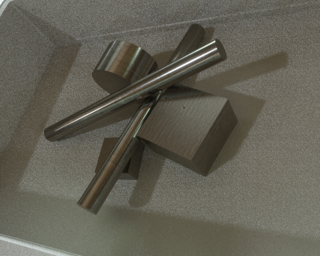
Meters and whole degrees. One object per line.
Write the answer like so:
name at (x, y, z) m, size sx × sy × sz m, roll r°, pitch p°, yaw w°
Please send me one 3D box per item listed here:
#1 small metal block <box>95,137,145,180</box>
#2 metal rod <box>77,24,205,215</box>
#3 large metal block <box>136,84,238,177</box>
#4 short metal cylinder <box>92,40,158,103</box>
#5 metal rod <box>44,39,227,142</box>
small metal block at (-0.052, 0.040, 0.407) m, size 0.050 × 0.025 × 0.050 m, roll -3°, pitch 60°, yaw 26°
metal rod at (-0.012, -0.028, 0.404) m, size 0.025 × 0.025 × 0.300 m, roll 13°, pitch 61°, yaw 33°
large metal block at (0.034, 0.000, 0.371) m, size 0.080 × 0.050 × 0.080 m, roll 23°, pitch 74°, yaw 36°
short metal cylinder at (-0.049, -0.078, 0.443) m, size 0.080 × 0.080 × 0.050 m, roll 13°, pitch 68°, yaw 33°
metal rod at (-0.053, -0.037, 0.410) m, size 0.300 × 0.025 × 0.025 m, roll -22°, pitch 53°, yaw 31°
